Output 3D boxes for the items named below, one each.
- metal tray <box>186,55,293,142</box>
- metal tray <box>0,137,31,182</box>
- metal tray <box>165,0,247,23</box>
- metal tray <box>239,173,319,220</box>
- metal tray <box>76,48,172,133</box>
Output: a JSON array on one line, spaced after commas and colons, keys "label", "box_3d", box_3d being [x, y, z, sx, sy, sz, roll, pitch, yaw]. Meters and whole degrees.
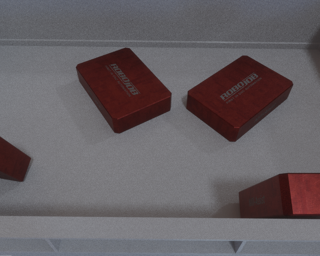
[{"label": "metal tray", "box_3d": [0.113, -0.047, 0.443, 0.131, 0.030, 0.090, -35, 58, -26]}, {"label": "metal tray", "box_3d": [-0.222, 0.024, 0.334, 0.131, 0.090, 0.030, 9, 68, 5]}, {"label": "metal tray", "box_3d": [0.086, -0.232, 0.576, 0.131, 0.030, 0.090, -22, 48, -35]}, {"label": "metal tray", "box_3d": [0.133, 0.066, 0.281, 0.091, 0.130, 0.030, 0, 72, 0]}, {"label": "metal tray", "box_3d": [-0.054, -0.060, 0.452, 0.091, 0.030, 0.130, -25, 55, -20]}]
